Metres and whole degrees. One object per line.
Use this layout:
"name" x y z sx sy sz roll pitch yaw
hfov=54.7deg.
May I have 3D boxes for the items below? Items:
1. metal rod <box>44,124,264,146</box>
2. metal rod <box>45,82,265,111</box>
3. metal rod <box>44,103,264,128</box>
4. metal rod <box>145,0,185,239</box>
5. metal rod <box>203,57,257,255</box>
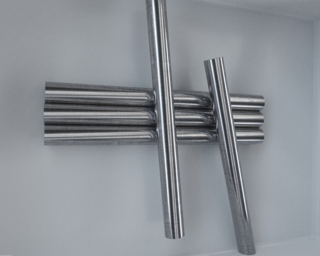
"metal rod" 0.007 0.010 0.413 0.303 0.025 0.025 1 90 -21
"metal rod" 0.008 -0.040 0.413 0.303 0.025 0.025 1 90 -21
"metal rod" 0.007 -0.015 0.413 0.303 0.025 0.025 1 90 -21
"metal rod" 0.007 -0.013 0.386 0.025 0.025 0.298 -5 92 -20
"metal rod" 0.100 0.054 0.426 0.025 0.025 0.298 -17 103 -20
